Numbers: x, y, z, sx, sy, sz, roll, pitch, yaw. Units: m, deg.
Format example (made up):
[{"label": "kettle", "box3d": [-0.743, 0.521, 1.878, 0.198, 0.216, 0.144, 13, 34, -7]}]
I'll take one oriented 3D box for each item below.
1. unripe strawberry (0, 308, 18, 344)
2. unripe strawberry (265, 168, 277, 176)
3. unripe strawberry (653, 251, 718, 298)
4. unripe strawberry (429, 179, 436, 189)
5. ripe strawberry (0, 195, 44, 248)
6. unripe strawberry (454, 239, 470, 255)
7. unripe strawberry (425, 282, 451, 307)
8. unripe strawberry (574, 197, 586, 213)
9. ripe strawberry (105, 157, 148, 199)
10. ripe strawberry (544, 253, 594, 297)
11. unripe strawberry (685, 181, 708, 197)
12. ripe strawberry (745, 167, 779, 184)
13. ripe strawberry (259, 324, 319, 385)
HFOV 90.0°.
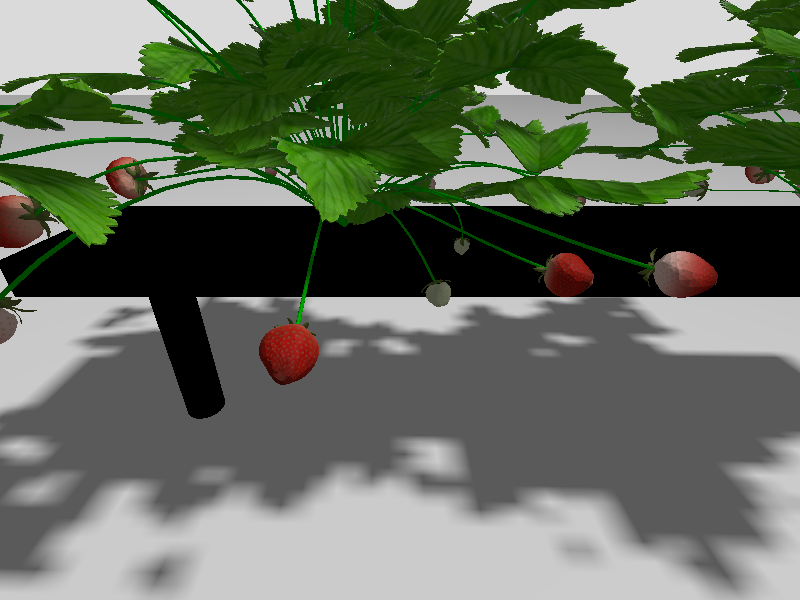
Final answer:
[{"label": "unripe strawberry", "box3d": [-0.204, 0.012, 0.187, 0.034, 0.031, 0.031, 21, -32, 33]}, {"label": "unripe strawberry", "box3d": [-0.171, -0.170, 0.533, 0.016, 0.017, 0.018, -16, 33, -27]}, {"label": "unripe strawberry", "box3d": [0.170, -0.015, 0.239, 0.032, 0.027, 0.032, 17, 33, 27]}, {"label": "unripe strawberry", "box3d": [0.035, -0.136, 0.471, 0.018, 0.019, 0.019, 18, 33, 29]}, {"label": "ripe strawberry", "box3d": [-0.302, -0.060, 0.309, 0.043, 0.037, 0.043, -14, 30, -5]}, {"label": "unripe strawberry", "box3d": [0.045, -0.038, 0.290, 0.011, 0.011, 0.011, 21, 35, 34]}, {"label": "unripe strawberry", "box3d": [0.022, -0.003, 0.232, 0.015, 0.014, 0.014, -14, -13, -23]}, {"label": "unripe strawberry", "box3d": [0.171, -0.097, 0.394, 0.025, 0.024, 0.023, -4, 29, -10]}, {"label": "ripe strawberry", "box3d": [-0.302, -0.135, 0.441, 0.042, 0.044, 0.039, 10, 30, 19]}, {"label": "ripe strawberry", "box3d": [0.103, -0.015, 0.243, 0.027, 0.027, 0.025, 23, 36, 34]}, {"label": "unripe strawberry", "box3d": [0.331, -0.126, 0.450, 0.022, 0.019, 0.022, -18, 33, -29]}, {"label": "ripe strawberry", "box3d": [0.463, -0.168, 0.513, 0.034, 0.036, 0.037, 9, 30, 17]}, {"label": "ripe strawberry", "box3d": [-0.048, 0.025, 0.171, 0.025, 0.026, 0.027, 0, 29, -1]}]
